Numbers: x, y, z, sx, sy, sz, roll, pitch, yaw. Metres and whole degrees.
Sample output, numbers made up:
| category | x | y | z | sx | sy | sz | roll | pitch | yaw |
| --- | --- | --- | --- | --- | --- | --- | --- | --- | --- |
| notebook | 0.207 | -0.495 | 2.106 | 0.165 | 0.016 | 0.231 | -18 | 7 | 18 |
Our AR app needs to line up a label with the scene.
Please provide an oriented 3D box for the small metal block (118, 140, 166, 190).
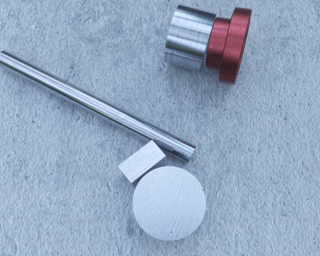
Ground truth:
| category | x | y | z | sx | sy | sz | roll | pitch | yaw |
| --- | --- | --- | --- | --- | --- | --- | --- | --- | --- |
| small metal block | -0.021 | 0.046 | 0.378 | 0.050 | 0.050 | 0.025 | -38 | 75 | -13 |

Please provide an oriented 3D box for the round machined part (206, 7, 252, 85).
| category | x | y | z | sx | sy | sz | roll | pitch | yaw |
| --- | --- | --- | --- | --- | --- | --- | --- | --- | --- |
| round machined part | 0.089 | -0.109 | 0.411 | 0.042 | 0.098 | 0.098 | 14 | 71 | 13 |

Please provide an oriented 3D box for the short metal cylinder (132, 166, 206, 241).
| category | x | y | z | sx | sy | sz | roll | pitch | yaw |
| --- | --- | --- | --- | --- | --- | --- | --- | --- | --- |
| short metal cylinder | 0.010 | 0.089 | 0.362 | 0.081 | 0.050 | 0.080 | 0 | 70 | 0 |

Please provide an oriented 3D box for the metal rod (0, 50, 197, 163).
| category | x | y | z | sx | sy | sz | roll | pitch | yaw |
| --- | --- | --- | --- | --- | --- | --- | --- | --- | --- |
| metal rod | -0.092 | -0.032 | 0.419 | 0.301 | 0.025 | 0.025 | 27 | 72 | 9 |

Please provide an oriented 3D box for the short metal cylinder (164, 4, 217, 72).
| category | x | y | z | sx | sy | sz | roll | pitch | yaw |
| --- | --- | --- | --- | --- | --- | --- | --- | --- | --- |
| short metal cylinder | 0.042 | -0.122 | 0.424 | 0.050 | 0.080 | 0.080 | 17 | 71 | 6 |
